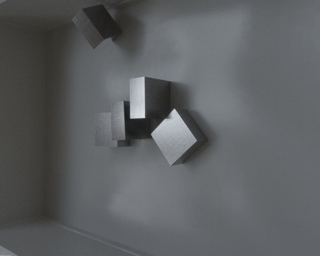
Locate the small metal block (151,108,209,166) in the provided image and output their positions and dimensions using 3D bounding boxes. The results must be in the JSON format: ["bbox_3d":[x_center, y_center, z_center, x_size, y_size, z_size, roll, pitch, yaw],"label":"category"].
[{"bbox_3d":[0.023,0.011,0.386,0.050,0.025,0.050,-47,62,29],"label":"small metal block"}]

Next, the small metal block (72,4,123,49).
[{"bbox_3d":[-0.090,-0.148,0.451,0.025,0.050,0.050,-30,101,36],"label":"small metal block"}]

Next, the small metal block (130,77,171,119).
[{"bbox_3d":[-0.012,-0.037,0.398,0.025,0.050,0.050,-1,89,40],"label":"small metal block"}]

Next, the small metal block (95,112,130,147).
[{"bbox_3d":[-0.072,0.002,0.463,0.050,0.025,0.050,0,90,39],"label":"small metal block"}]

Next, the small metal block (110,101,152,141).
[{"bbox_3d":[-0.039,-0.009,0.420,0.025,0.050,0.050,-5,87,40],"label":"small metal block"}]
